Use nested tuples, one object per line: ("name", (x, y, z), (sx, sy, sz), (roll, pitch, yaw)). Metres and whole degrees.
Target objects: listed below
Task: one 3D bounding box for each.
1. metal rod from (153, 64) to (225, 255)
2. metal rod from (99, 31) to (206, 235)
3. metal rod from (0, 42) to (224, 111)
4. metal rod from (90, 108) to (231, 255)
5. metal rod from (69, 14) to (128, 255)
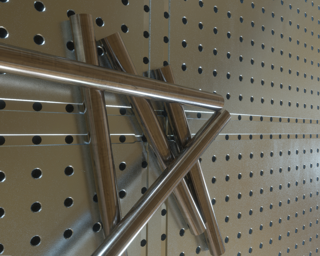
("metal rod", (0.047, 0.056, 0.450), (0.025, 0.025, 0.298), (-29, 108, -37))
("metal rod", (-0.001, 0.021, 0.409), (0.025, 0.025, 0.299), (-38, 113, -34))
("metal rod", (-0.032, -0.049, 0.352), (0.302, 0.025, 0.025), (6, 86, -40))
("metal rod", (0.003, 0.074, 0.381), (0.301, 0.025, 0.025), (-46, 118, -30))
("metal rod", (-0.067, 0.026, 0.354), (0.025, 0.025, 0.298), (-13, 98, -40))
